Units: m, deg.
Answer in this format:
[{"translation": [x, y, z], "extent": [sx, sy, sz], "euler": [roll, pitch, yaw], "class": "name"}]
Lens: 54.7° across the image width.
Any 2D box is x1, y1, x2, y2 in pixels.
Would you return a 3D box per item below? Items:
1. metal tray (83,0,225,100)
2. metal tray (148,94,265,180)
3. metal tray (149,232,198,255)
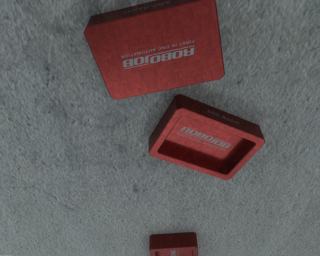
[{"translation": [-0.002, -0.085, 0.331], "extent": [0.131, 0.030, 0.090], "euler": [-11, 130, 8], "class": "metal tray"}, {"translation": [0.061, 0.017, 0.419], "extent": [0.131, 0.030, 0.089], "euler": [20, 127, -17], "class": "metal tray"}, {"translation": [0.031, 0.261, 0.626], "extent": [0.091, 0.030, 0.129], "euler": [-5, 130, 3], "class": "metal tray"}]
